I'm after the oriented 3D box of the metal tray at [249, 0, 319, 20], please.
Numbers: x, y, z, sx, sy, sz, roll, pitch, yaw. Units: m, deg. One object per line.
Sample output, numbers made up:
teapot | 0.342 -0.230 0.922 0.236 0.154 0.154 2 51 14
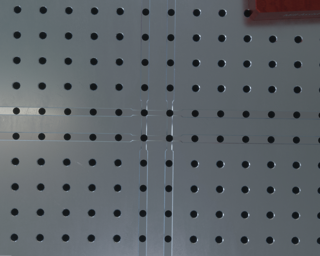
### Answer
metal tray | 0.186 -0.196 0.412 0.131 0.030 0.089 -3 90 0
